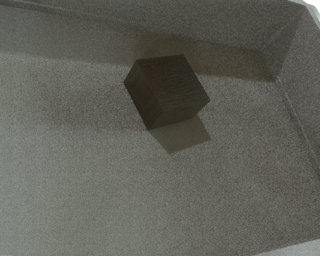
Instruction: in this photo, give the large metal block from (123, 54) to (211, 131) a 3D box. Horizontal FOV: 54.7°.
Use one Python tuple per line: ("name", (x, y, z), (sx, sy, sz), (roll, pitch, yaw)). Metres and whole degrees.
("large metal block", (0.009, -0.051, 0.427), (0.081, 0.050, 0.080), (-16, 70, -35))
